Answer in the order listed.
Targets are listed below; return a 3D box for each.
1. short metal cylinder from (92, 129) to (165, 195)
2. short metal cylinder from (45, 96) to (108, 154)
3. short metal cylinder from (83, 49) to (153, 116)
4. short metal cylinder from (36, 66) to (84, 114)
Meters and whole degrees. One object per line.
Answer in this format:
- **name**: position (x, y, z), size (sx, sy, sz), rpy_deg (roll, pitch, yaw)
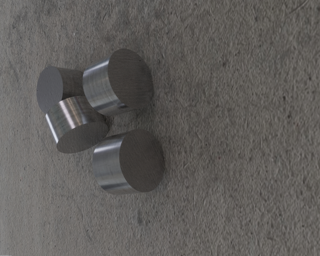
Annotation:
- **short metal cylinder**: position (-0.039, 0.045, 0.402), size (0.050, 0.081, 0.080), rpy_deg (-15, 81, 39)
- **short metal cylinder**: position (-0.127, -0.004, 0.474), size (0.080, 0.081, 0.050), rpy_deg (-45, 63, 31)
- **short metal cylinder**: position (-0.055, -0.059, 0.415), size (0.050, 0.081, 0.080), rpy_deg (-13, 82, 39)
- **short metal cylinder**: position (-0.165, -0.062, 0.525), size (0.080, 0.050, 0.080), rpy_deg (0, 90, 40)
